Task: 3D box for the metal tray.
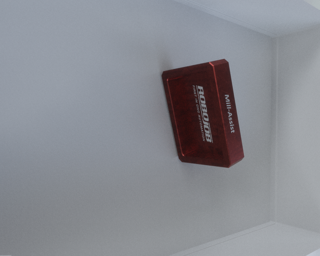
[{"bbox_3d":[0.054,-0.017,0.405,0.030,0.090,0.129,-21,104,-39],"label":"metal tray"}]
